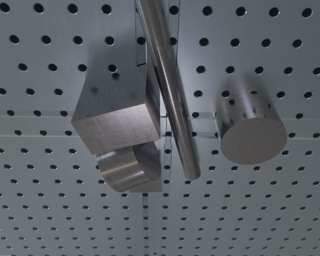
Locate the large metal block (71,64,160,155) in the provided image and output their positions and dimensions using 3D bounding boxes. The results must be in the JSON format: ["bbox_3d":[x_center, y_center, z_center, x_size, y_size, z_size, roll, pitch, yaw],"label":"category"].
[{"bbox_3d":[-0.046,-0.023,0.356,0.080,0.080,0.050,-13,129,11],"label":"large metal block"}]

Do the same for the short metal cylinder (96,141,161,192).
[{"bbox_3d":[-0.039,0.039,0.408,0.050,0.080,0.080,-22,127,18],"label":"short metal cylinder"}]

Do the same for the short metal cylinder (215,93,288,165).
[{"bbox_3d":[0.115,0.002,0.398,0.081,0.050,0.079,0,130,0],"label":"short metal cylinder"}]

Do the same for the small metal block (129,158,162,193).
[{"bbox_3d":[-0.023,0.073,0.474,0.050,0.025,0.050,-2,130,1],"label":"small metal block"}]

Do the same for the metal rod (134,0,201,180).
[{"bbox_3d":[0.015,-0.041,0.377,0.025,0.025,0.299,-11,130,9],"label":"metal rod"}]
